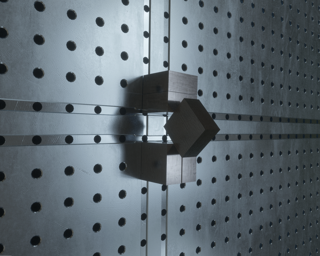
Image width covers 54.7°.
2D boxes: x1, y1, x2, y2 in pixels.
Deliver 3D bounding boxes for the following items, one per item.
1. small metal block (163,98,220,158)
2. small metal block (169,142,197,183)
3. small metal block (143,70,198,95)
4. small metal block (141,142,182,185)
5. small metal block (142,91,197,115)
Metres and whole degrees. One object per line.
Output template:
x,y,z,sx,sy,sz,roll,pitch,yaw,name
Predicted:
0.037,0.000,0.372,0.025,0.050,0.050,1,47,-40,small metal block
0.021,0.044,0.411,0.025,0.050,0.050,2,89,-40,small metal block
0.013,-0.056,0.405,0.050,0.050,0.025,3,89,-40,small metal block
0.001,0.044,0.396,0.025,0.050,0.050,2,89,-40,small metal block
0.013,-0.031,0.405,0.050,0.050,0.025,3,89,-40,small metal block
